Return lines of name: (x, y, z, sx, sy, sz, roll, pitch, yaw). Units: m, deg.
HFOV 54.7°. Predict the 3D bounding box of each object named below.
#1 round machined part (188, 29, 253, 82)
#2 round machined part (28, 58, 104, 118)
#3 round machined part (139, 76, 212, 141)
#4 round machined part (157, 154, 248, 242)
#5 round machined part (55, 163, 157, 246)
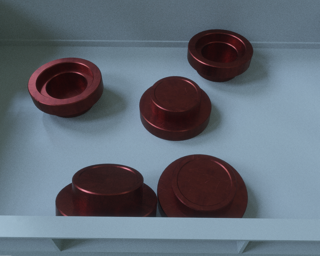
round machined part: (0.092, -0.110, 0.487, 0.099, 0.042, 0.098, 0, 50, 0)
round machined part: (-0.129, -0.053, 0.437, 0.099, 0.042, 0.098, 0, 50, 0)
round machined part: (0.021, -0.033, 0.422, 0.099, 0.042, 0.098, 0, 50, 0)
round machined part: (0.046, 0.068, 0.337, 0.099, 0.042, 0.098, 0, 50, 0)
round machined part: (-0.052, 0.067, 0.307, 0.099, 0.042, 0.098, 4, 16, -1)
